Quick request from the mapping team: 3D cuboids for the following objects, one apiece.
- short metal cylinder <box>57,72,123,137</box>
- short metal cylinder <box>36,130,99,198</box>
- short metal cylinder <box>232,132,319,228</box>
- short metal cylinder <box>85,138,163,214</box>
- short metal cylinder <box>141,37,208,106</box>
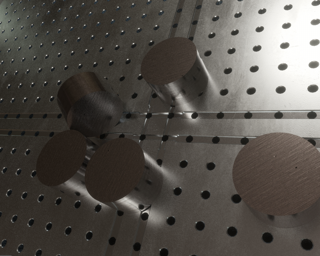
[{"bbox_3d":[-0.100,-0.033,0.444,0.080,0.080,0.050,-39,51,2],"label":"short metal cylinder"},{"bbox_3d":[-0.119,0.049,0.423,0.080,0.050,0.080,-13,56,20],"label":"short metal cylinder"},{"bbox_3d":[0.116,0.051,0.300,0.080,0.050,0.080,-13,56,20],"label":"short metal cylinder"},{"bbox_3d":[-0.043,0.058,0.378,0.080,0.050,0.080,-13,56,20],"label":"short metal cylinder"},{"bbox_3d":[0.021,-0.078,0.428,0.080,0.050,0.080,-13,56,20],"label":"short metal cylinder"}]
